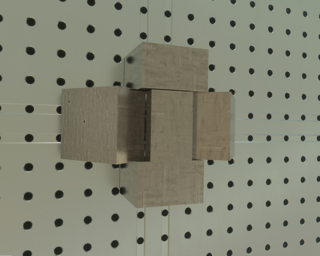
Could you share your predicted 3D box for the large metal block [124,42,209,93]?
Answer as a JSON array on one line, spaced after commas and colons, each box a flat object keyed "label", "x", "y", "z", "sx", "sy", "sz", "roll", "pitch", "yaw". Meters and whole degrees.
[{"label": "large metal block", "x": 0.005, "y": -0.068, "z": 0.385, "sx": 0.081, "sy": 0.080, "sz": 0.050, "roll": 1, "pitch": 90, "yaw": -20}]

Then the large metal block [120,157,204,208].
[{"label": "large metal block", "x": -0.001, "y": 0.061, "z": 0.383, "sx": 0.081, "sy": 0.080, "sz": 0.050, "roll": 1, "pitch": 90, "yaw": -20}]

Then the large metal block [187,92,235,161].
[{"label": "large metal block", "x": 0.069, "y": -0.002, "z": 0.401, "sx": 0.050, "sy": 0.080, "sz": 0.079, "roll": 1, "pitch": 89, "yaw": 17}]

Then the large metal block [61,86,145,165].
[{"label": "large metal block", "x": -0.065, "y": -0.004, "z": 0.353, "sx": 0.050, "sy": 0.080, "sz": 0.079, "roll": 0, "pitch": 91, "yaw": -60}]

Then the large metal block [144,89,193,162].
[{"label": "large metal block", "x": 0.000, "y": -0.002, "z": 0.383, "sx": 0.050, "sy": 0.080, "sz": 0.079, "roll": 1, "pitch": 90, "yaw": -20}]
